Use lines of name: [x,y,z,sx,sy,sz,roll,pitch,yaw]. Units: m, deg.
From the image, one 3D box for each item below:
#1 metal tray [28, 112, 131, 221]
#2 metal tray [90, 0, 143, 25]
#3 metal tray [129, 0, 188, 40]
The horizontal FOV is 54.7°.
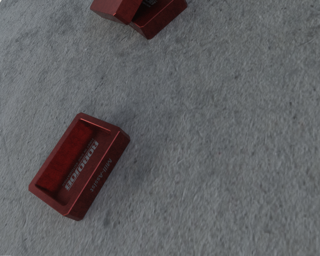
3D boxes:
metal tray: [-0.111,0.048,0.426,0.090,0.030,0.130,20,72,35]
metal tray: [-0.071,-0.236,0.547,0.090,0.030,0.130,-59,38,6]
metal tray: [-0.025,-0.219,0.546,0.090,0.030,0.130,-42,51,-1]
